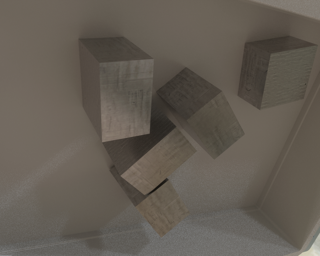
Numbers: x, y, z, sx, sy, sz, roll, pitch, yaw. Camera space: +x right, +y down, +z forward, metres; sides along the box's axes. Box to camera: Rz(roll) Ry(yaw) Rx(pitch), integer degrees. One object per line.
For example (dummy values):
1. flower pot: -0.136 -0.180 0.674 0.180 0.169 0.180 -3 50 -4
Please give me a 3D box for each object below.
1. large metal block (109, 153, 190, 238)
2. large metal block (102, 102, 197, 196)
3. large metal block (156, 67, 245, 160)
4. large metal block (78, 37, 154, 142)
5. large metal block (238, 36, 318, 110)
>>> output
1. large metal block: -0.014 0.086 0.418 0.050 0.080 0.080 -38 130 -10
2. large metal block: -0.016 0.020 0.378 0.080 0.080 0.050 -41 130 0
3. large metal block: 0.050 -0.019 0.390 0.050 0.080 0.080 -40 130 -1
4. large metal block: -0.048 -0.043 0.321 0.050 0.080 0.079 -10 123 -24
5. large metal block: 0.162 -0.079 0.435 0.081 0.050 0.079 -14 125 -21
